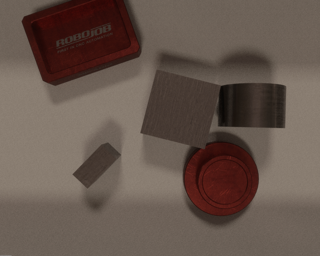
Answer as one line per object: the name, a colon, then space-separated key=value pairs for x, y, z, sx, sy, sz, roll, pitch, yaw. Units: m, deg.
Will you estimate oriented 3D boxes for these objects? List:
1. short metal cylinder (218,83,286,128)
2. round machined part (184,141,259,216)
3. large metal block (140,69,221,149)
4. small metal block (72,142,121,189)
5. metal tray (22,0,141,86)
short metal cylinder: x=0.113 y=-0.026 z=0.385 sx=0.081 sy=0.080 sz=0.050 roll=1 pitch=90 yaw=-1
round machined part: x=0.081 y=0.067 z=0.404 sx=0.099 sy=0.042 sz=0.097 roll=0 pitch=90 yaw=-1
large metal block: x=0.025 y=-0.023 z=0.399 sx=0.080 sy=0.050 sz=0.080 roll=14 pitch=90 yaw=0
small metal block: x=-0.079 y=0.046 z=0.398 sx=0.025 sy=0.050 sz=0.050 roll=44 pitch=90 yaw=0
metal tray: x=-0.100 y=-0.119 z=0.407 sx=0.131 sy=0.030 sz=0.090 roll=-19 pitch=90 yaw=-1
